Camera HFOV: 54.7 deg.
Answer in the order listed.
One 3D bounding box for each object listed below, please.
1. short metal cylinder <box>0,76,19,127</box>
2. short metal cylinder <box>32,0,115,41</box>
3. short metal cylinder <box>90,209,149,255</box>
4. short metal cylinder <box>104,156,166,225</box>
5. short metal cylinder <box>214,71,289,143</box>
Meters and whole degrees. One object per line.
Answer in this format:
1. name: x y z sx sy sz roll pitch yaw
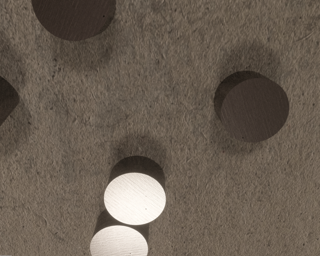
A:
1. short metal cylinder: -0.218 -0.034 0.365 0.080 0.080 0.050 40 105 -14
2. short metal cylinder: -0.093 -0.140 0.344 0.081 0.050 0.079 0 110 -1
3. short metal cylinder: -0.057 0.160 0.455 0.081 0.050 0.079 0 110 -1
4. short metal cylinder: -0.033 0.085 0.427 0.081 0.050 0.079 0 110 -1
5. short metal cylinder: 0.112 -0.028 0.388 0.081 0.050 0.079 0 110 -1
